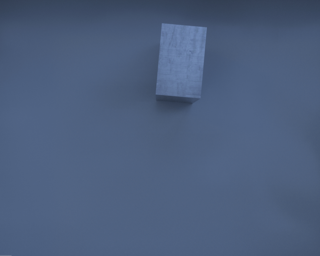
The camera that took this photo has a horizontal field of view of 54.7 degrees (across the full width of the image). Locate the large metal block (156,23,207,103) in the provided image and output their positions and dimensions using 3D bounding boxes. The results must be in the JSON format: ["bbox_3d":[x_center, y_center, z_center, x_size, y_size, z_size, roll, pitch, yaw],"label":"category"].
[{"bbox_3d":[0.024,-0.075,0.384,0.050,0.080,0.079,5,90,0],"label":"large metal block"}]
